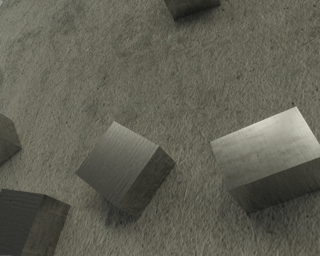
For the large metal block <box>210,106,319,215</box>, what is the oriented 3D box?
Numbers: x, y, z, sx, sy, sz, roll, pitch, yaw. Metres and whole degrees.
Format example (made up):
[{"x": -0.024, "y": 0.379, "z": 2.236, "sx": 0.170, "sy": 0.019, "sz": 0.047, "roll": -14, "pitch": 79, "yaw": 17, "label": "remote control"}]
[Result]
[{"x": 0.104, "y": 0.035, "z": 0.292, "sx": 0.080, "sy": 0.080, "sz": 0.050, "roll": -24, "pitch": 53, "yaw": 13, "label": "large metal block"}]

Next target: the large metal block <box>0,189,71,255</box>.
[{"x": -0.176, "y": 0.128, "z": 0.401, "sx": 0.080, "sy": 0.050, "sz": 0.080, "roll": 0, "pitch": 62, "yaw": 28, "label": "large metal block"}]

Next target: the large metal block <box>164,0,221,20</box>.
[{"x": 0.051, "y": -0.233, "z": 0.504, "sx": 0.080, "sy": 0.050, "sz": 0.080, "roll": -11, "pitch": 57, "yaw": 22, "label": "large metal block"}]

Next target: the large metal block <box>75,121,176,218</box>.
[{"x": -0.042, "y": 0.049, "z": 0.379, "sx": 0.080, "sy": 0.050, "sz": 0.080, "roll": 27, "pitch": 76, "yaw": 37, "label": "large metal block"}]

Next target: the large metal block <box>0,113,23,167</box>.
[{"x": -0.292, "y": 0.025, "z": 0.526, "sx": 0.080, "sy": 0.050, "sz": 0.080, "roll": -40, "pitch": 51, "yaw": 1, "label": "large metal block"}]
